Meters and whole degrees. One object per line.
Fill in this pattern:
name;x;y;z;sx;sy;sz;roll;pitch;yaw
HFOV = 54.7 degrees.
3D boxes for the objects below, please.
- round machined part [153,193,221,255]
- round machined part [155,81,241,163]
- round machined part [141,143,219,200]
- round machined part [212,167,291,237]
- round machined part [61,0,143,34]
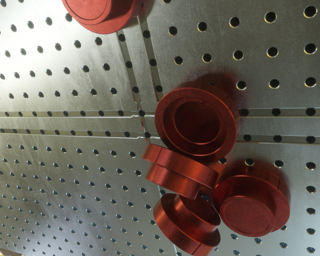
round machined part;0.043;0.122;0.422;0.098;0.098;0.042;35;104;4
round machined part;0.047;-0.010;0.368;0.098;0.042;0.097;13;124;20
round machined part;0.020;0.058;0.389;0.098;0.042;0.098;23;171;4
round machined part;0.116;0.102;0.402;0.098;0.042;0.097;13;124;20
round machined part;-0.071;-0.153;0.342;0.098;0.042;0.097;13;124;20
